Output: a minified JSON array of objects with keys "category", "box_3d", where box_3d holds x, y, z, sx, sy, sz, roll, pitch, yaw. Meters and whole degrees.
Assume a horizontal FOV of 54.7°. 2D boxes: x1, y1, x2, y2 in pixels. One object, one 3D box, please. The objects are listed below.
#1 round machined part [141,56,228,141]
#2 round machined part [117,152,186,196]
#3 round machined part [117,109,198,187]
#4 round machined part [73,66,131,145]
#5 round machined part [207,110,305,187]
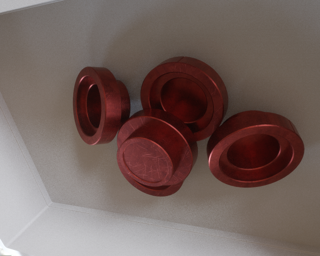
[{"category":"round machined part","box_3d":[0.031,-0.036,0.358,0.098,0.042,0.097,13,124,20]},{"category":"round machined part","box_3d":[-0.006,0.043,0.426,0.098,0.042,0.097,13,124,20]},{"category":"round machined part","box_3d":[-0.009,0.030,0.365,0.098,0.042,0.097,13,124,20]},{"category":"round machined part","box_3d":[-0.073,-0.029,0.397,0.098,0.042,0.097,8,100,53]},{"category":"round machined part","box_3d":[0.100,0.019,0.340,0.099,0.042,0.097,-1,132,0]}]
